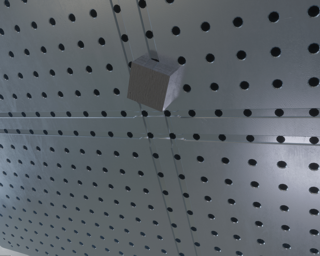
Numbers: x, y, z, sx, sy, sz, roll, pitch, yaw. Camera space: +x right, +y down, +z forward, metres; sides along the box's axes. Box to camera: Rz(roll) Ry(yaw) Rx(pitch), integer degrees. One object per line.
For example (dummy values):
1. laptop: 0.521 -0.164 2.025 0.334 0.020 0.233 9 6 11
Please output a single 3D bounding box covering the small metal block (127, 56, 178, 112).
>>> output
1. small metal block: -0.010 -0.055 0.383 0.050 0.025 0.050 23 127 14
